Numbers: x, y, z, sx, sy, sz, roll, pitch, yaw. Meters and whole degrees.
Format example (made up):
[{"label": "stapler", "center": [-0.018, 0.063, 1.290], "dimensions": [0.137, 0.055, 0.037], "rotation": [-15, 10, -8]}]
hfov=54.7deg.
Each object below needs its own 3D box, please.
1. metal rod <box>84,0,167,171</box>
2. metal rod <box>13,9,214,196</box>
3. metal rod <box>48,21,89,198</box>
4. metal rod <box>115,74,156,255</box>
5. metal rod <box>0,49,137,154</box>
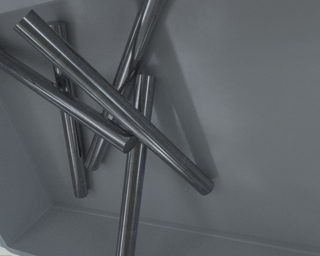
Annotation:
[{"label": "metal rod", "center": [-0.055, -0.043, 0.411], "dimensions": [0.025, 0.025, 0.298], "rotation": [33, 129, 6]}, {"label": "metal rod", "center": [-0.030, -0.008, 0.353], "dimensions": [0.025, 0.025, 0.300], "rotation": [-22, 128, 36]}, {"label": "metal rod", "center": [-0.137, -0.008, 0.475], "dimensions": [0.025, 0.025, 0.298], "rotation": [15, 125, 20]}, {"label": "metal rod", "center": [-0.035, 0.082, 0.399], "dimensions": [0.025, 0.025, 0.298], "rotation": [10, 98, 23]}, {"label": "metal rod", "center": [-0.154, -0.053, 0.421], "dimensions": [0.300, 0.025, 0.025], "rotation": [31, 129, 22]}]
